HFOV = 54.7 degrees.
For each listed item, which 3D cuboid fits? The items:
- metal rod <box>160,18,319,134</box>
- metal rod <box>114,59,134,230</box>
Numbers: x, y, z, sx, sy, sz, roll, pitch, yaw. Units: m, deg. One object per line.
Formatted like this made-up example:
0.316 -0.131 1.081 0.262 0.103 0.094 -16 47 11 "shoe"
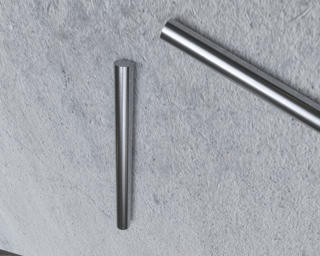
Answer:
0.133 -0.027 0.319 0.301 0.025 0.025 32 128 6 "metal rod"
-0.054 0.045 0.460 0.025 0.025 0.298 17 125 18 "metal rod"
